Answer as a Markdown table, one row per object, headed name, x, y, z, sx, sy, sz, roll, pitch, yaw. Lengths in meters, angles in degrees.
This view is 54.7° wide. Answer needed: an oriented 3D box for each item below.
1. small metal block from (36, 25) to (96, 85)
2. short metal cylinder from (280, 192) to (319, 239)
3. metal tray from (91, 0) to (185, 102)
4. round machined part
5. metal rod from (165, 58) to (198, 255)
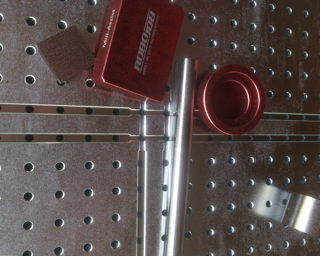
| name | x | y | z | sx | sy | sz | roll | pitch | yaw |
| --- | --- | --- | --- | --- | --- | --- | --- | --- | --- |
| small metal block | -0.111 | -0.087 | 0.372 | 0.050 | 0.025 | 0.050 | -34 | 101 | -17 |
| short metal cylinder | 0.231 | 0.136 | 0.471 | 0.080 | 0.080 | 0.050 | 25 | 82 | -19 |
| metal tray | -0.025 | -0.106 | 0.388 | 0.091 | 0.030 | 0.129 | 17 | 84 | -37 |
| round machined part | 0.096 | -0.038 | 0.441 | 0.099 | 0.042 | 0.097 | 0 | 90 | -21 |
| metal rod | 0.029 | 0.056 | 0.424 | 0.025 | 0.025 | 0.298 | 5 | 88 | -20 |
